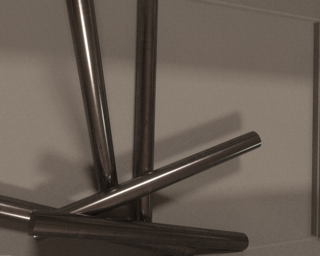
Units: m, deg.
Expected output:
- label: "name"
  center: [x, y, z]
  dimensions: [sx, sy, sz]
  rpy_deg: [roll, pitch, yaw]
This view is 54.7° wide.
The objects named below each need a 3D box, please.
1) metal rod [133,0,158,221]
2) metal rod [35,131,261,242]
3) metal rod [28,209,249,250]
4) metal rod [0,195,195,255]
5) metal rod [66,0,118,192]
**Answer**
- label: "metal rod"
  center: [-0.019, -0.026, 0.404]
  dimensions: [0.025, 0.025, 0.298]
  rpy_deg: [2, 89, -20]
- label: "metal rod"
  center: [-0.001, 0.063, 0.383]
  dimensions: [0.302, 0.025, 0.025]
  rpy_deg: [-19, 97, -19]
- label: "metal rod"
  center: [-0.001, 0.130, 0.379]
  dimensions: [0.302, 0.025, 0.025]
  rpy_deg: [17, 84, -32]
- label: "metal rod"
  center: [-0.092, 0.119, 0.377]
  dimensions: [0.302, 0.025, 0.025]
  rpy_deg: [20, 83, -19]
- label: "metal rod"
  center: [-0.071, -0.051, 0.322]
  dimensions: [0.025, 0.025, 0.298]
  rpy_deg: [-14, 119, -20]
